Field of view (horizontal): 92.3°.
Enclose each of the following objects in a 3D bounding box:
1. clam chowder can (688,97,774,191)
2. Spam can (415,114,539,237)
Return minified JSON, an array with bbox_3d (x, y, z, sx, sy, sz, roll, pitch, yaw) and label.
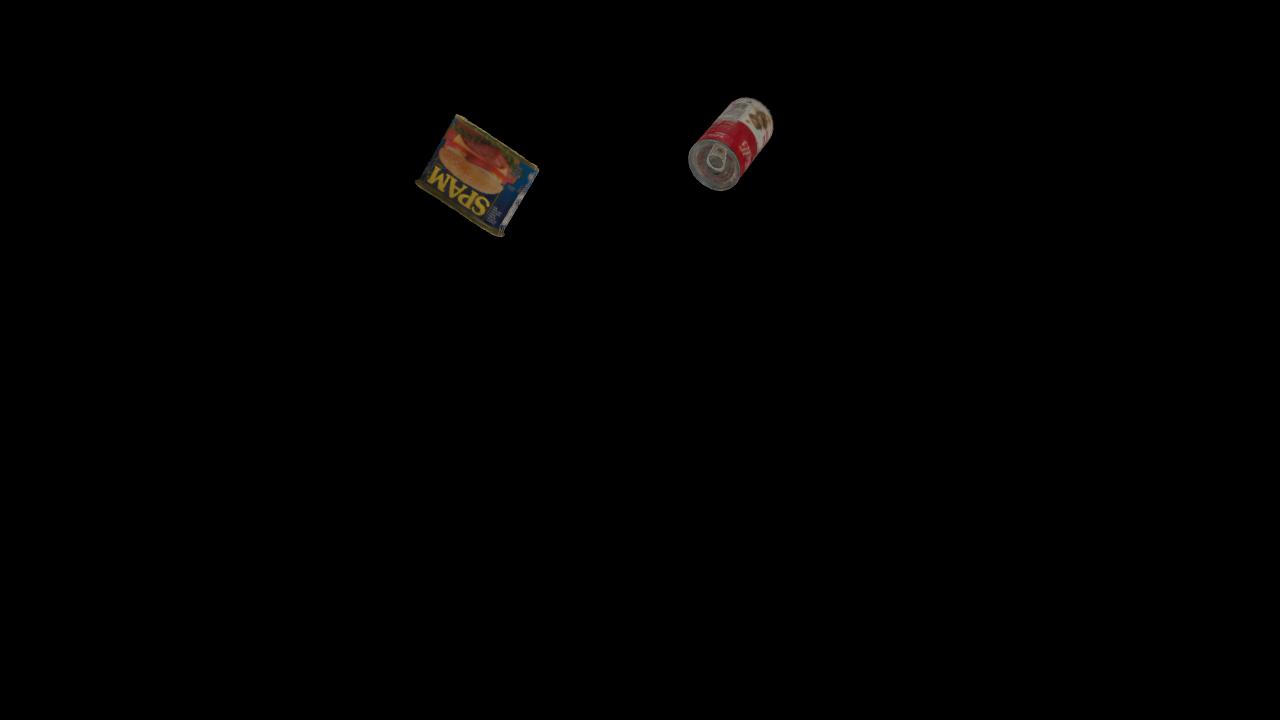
[{"bbox_3d":[0.111,-0.261,0.741,0.068,0.102,0.068,25,-31,17],"label":"clam chowder can"},{"bbox_3d":[-0.169,-0.194,0.650,0.101,0.085,0.058,34,10,-3],"label":"Spam can"}]
